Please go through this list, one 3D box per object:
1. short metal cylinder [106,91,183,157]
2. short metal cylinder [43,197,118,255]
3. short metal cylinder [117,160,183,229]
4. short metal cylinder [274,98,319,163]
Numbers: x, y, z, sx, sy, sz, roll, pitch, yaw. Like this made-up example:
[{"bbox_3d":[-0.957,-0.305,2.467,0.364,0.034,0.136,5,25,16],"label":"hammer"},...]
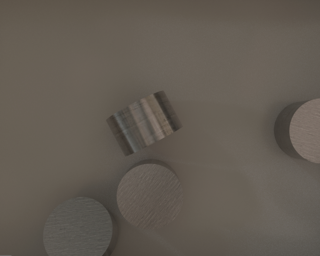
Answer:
[{"bbox_3d":[-0.019,-0.005,0.384,0.080,0.080,0.050,-28,90,0],"label":"short metal cylinder"},{"bbox_3d":[-0.095,0.130,0.384,0.081,0.050,0.080,0,66,0],"label":"short metal cylinder"},{"bbox_3d":[-0.012,0.083,0.399,0.081,0.050,0.079,0,90,-1],"label":"short metal cylinder"},{"bbox_3d":[0.197,0.003,0.402,0.081,0.050,0.079,0,90,-1],"label":"short metal cylinder"}]
